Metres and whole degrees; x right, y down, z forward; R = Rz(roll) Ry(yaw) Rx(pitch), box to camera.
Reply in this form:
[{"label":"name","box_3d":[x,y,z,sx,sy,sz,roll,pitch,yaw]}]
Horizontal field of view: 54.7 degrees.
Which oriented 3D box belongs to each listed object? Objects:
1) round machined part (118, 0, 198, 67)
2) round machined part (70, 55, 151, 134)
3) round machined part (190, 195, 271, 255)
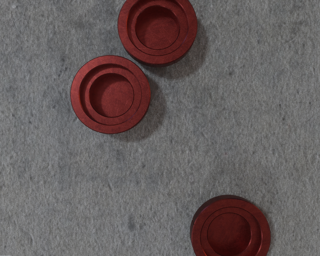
[{"label":"round machined part","box_3d":[-0.003,-0.127,0.401,0.099,0.042,0.097,0,90,-1]},{"label":"round machined part","box_3d":[-0.061,-0.041,0.401,0.099,0.042,0.097,0,90,-1]},{"label":"round machined part","box_3d":[0.088,0.135,0.403,0.099,0.042,0.097,0,90,-1]}]
